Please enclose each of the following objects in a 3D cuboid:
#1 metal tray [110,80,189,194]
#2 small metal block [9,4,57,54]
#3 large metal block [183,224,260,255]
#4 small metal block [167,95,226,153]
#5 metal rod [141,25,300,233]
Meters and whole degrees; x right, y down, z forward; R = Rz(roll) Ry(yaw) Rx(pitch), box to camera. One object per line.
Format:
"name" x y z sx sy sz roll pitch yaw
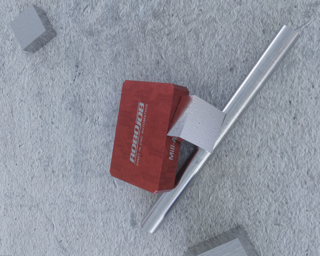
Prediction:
"metal tray" -0.016 0.008 0.393 0.090 0.030 0.129 12 94 42
"small metal block" -0.195 -0.152 0.476 0.050 0.025 0.050 -32 80 17
"large metal block" 0.079 0.174 0.367 0.080 0.050 0.080 -31 80 17
"small metal block" 0.042 -0.004 0.359 0.025 0.050 0.050 6 72 57
"metal rod" 0.068 0.010 0.384 0.025 0.025 0.299 37 101 16
